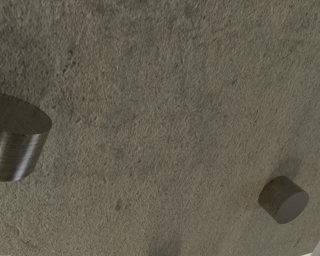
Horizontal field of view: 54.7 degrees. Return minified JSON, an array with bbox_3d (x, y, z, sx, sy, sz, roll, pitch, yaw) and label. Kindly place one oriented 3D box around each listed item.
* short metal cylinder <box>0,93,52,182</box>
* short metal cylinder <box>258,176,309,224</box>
[{"bbox_3d":[-0.151,0.006,0.292,0.081,0.080,0.050,15,110,-35],"label":"short metal cylinder"},{"bbox_3d":[0.243,0.142,0.611,0.081,0.050,0.079,-14,124,-21],"label":"short metal cylinder"}]
